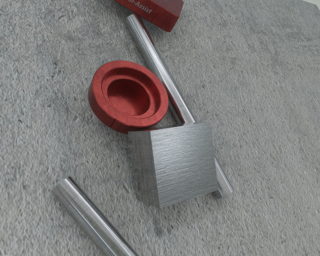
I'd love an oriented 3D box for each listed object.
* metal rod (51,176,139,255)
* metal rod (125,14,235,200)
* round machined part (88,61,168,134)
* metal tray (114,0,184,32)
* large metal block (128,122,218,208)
[{"bbox_3d":[0.000,0.168,0.302,0.300,0.025,0.025,48,51,5],"label":"metal rod"},{"bbox_3d":[0.021,-0.041,0.441,0.025,0.025,0.299,-15,69,-34],"label":"metal rod"},{"bbox_3d":[-0.042,-0.034,0.392,0.099,0.042,0.098,14,55,-21],"label":"round machined part"},{"bbox_3d":[-0.028,-0.215,0.504,0.131,0.030,0.090,28,37,-11],"label":"metal tray"},{"bbox_3d":[0.015,0.038,0.355,0.081,0.050,0.079,-9,93,-32],"label":"large metal block"}]
